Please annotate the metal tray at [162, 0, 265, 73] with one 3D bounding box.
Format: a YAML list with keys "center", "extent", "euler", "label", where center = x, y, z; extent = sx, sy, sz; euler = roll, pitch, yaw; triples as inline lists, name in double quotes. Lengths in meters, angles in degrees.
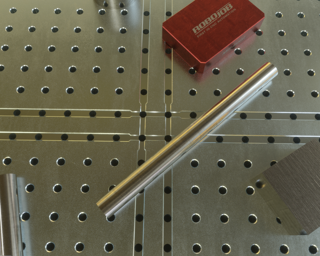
- center: [0.079, -0.153, 0.466]
  extent: [0.130, 0.030, 0.090]
  euler: [-39, 75, -13]
  label: "metal tray"

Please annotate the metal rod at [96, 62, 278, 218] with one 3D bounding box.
- center: [0.045, 0.008, 0.409]
  extent: [0.301, 0.025, 0.025]
  euler: [-39, 75, -13]
  label: "metal rod"

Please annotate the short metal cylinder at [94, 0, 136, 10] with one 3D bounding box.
- center: [-0.073, -0.234, 0.483]
  extent: [0.081, 0.050, 0.080]
  euler: [0, 70, 0]
  label: "short metal cylinder"

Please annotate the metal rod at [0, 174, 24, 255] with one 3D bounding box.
- center: [-0.157, 0.197, 0.337]
  extent: [0.025, 0.025, 0.299]
  euler: [-13, 71, -5]
  label: "metal rod"

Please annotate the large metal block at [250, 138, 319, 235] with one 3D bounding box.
- center: [0.172, 0.072, 0.374]
  extent: [0.080, 0.050, 0.080]
  euler: [-30, 73, -11]
  label: "large metal block"
